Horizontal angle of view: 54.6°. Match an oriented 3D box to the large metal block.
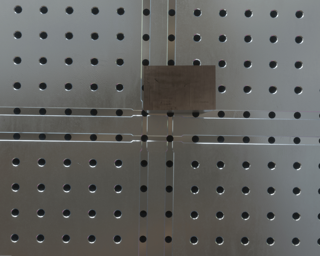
[{"bbox_3d":[0.022,-0.045,0.386,0.080,0.080,0.050,0,90,0],"label":"large metal block"}]
